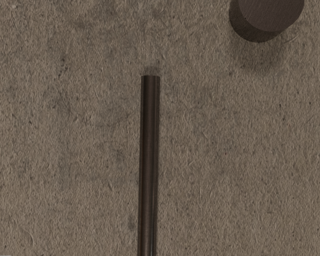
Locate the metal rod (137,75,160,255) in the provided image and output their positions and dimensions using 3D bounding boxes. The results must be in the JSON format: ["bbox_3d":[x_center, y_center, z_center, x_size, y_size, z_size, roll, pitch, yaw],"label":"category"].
[{"bbox_3d":[-0.016,0.081,0.409,0.025,0.025,0.298,1,90,-1],"label":"metal rod"}]

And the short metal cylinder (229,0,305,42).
[{"bbox_3d":[0.135,-0.157,0.399,0.081,0.050,0.079,0,90,-1],"label":"short metal cylinder"}]
